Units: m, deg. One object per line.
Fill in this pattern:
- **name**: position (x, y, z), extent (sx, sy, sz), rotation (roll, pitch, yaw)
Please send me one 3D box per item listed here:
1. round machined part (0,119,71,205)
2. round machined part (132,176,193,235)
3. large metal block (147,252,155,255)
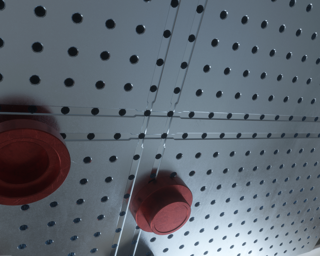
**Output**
- **round machined part**: position (-0.152, 0.033, 0.338), extent (0.099, 0.042, 0.097), rotation (-14, 124, -21)
- **round machined part**: position (0.009, 0.127, 0.484), extent (0.099, 0.042, 0.097), rotation (-14, 124, -21)
- **large metal block**: position (-0.025, 0.285, 0.557), extent (0.080, 0.050, 0.080), rotation (-30, 129, -10)
